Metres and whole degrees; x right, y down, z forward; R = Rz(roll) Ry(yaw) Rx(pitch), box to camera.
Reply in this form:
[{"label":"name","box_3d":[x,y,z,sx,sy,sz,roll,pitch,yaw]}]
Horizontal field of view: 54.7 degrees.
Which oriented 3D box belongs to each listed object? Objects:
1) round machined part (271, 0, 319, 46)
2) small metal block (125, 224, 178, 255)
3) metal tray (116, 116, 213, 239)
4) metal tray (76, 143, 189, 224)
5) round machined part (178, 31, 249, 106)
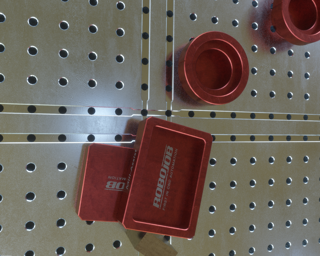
[{"label":"round machined part","box_3d":[0.214,-0.177,0.482,0.099,0.042,0.097,0,90,-20]},{"label":"small metal block","box_3d":[-0.012,0.146,0.395,0.050,0.050,0.025,41,80,-16]},{"label":"metal tray","box_3d":[0.008,0.060,0.377,0.091,0.030,0.129,16,79,-19]},{"label":"metal tray","box_3d":[-0.033,0.072,0.393,0.131,0.030,0.090,10,81,-20]},{"label":"round machined part","box_3d":[0.070,-0.080,0.429,0.099,0.042,0.097,0,90,-20]}]
